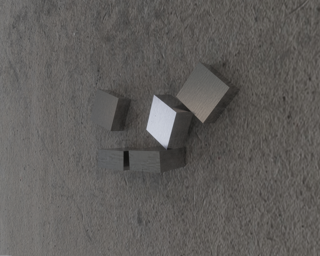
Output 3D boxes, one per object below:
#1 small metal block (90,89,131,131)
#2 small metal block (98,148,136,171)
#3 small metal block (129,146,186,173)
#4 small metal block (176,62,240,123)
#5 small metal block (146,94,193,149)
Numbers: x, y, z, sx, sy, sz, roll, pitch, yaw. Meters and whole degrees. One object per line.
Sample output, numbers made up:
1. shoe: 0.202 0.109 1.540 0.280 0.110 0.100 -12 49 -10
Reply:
1. small metal block: -0.075 -0.027 0.467 0.050 0.025 0.050 25 106 37
2. small metal block: -0.050 0.042 0.430 0.050 0.050 0.025 0 91 40
3. small metal block: -0.003 0.038 0.391 0.050 0.050 0.025 -2 92 40
4. small metal block: 0.055 -0.040 0.360 0.050 0.025 0.050 48 118 29
5. small metal block: 0.011 -0.009 0.384 0.050 0.025 0.050 43 128 45
